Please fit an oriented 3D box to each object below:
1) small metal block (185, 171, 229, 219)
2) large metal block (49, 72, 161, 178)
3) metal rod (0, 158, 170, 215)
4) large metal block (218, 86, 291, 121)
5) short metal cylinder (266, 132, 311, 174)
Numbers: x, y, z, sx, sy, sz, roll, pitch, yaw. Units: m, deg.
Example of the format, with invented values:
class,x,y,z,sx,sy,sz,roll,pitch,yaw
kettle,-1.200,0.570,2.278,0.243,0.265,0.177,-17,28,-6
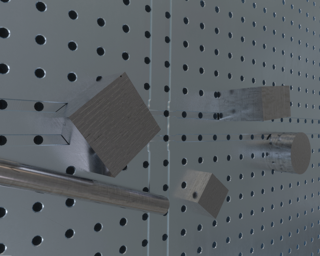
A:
class,x,y,z,sx,sy,sz,roll,pitch,yaw
small metal block,0.073,0.102,0.471,0.050,0.025,0.050,46,63,-31
large metal block,-0.058,-0.004,0.344,0.080,0.050,0.080,-46,118,-30
metal rod,-0.106,0.058,0.320,0.302,0.025,0.025,23,76,-38
large metal block,0.152,-0.039,0.502,0.081,0.080,0.050,-8,95,-40
short metal cylinder,0.251,0.048,0.604,0.081,0.050,0.079,0,90,-40
